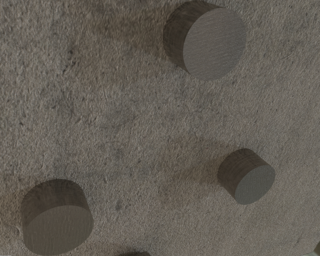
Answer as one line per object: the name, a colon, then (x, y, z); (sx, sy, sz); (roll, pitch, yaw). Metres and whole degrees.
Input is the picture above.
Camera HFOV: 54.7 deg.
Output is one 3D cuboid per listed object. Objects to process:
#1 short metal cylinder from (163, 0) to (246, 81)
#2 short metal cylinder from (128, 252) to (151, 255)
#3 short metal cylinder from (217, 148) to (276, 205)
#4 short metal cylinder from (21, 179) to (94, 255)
short metal cylinder: (0.050, -0.100, 0.356); (0.081, 0.050, 0.079); (-14, 124, -21)
short metal cylinder: (-0.039, 0.249, 0.504); (0.050, 0.080, 0.079); (-4, 121, -26)
short metal cylinder: (0.144, 0.081, 0.519); (0.081, 0.050, 0.079); (-14, 124, -21)
short metal cylinder: (-0.129, 0.112, 0.389); (0.081, 0.050, 0.079); (-14, 124, -21)
